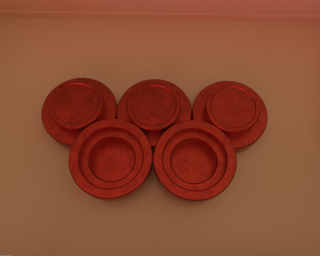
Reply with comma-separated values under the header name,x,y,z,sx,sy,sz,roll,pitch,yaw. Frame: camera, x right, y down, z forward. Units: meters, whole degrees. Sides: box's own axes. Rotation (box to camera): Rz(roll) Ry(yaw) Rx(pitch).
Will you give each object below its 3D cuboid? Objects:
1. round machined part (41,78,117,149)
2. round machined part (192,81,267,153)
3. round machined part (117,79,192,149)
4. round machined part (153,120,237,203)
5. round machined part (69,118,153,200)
name,x,y,z,sx,sy,sz,roll,pitch,yaw
round machined part,-0.106,-0.024,0.406,0.099,0.042,0.098,0,69,-1
round machined part,0.091,-0.019,0.405,0.099,0.042,0.098,0,69,0
round machined part,-0.008,-0.022,0.406,0.099,0.042,0.098,0,69,0
round machined part,0.041,0.043,0.383,0.099,0.042,0.098,0,70,0
round machined part,-0.058,0.041,0.383,0.099,0.042,0.098,0,70,0
